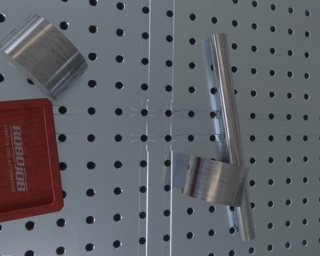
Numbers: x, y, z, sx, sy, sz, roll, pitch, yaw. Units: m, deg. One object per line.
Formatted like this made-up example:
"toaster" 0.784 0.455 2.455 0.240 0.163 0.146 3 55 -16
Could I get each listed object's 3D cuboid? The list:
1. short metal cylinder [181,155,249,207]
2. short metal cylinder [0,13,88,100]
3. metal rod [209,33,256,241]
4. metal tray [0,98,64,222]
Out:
"short metal cylinder" 0.073 0.069 0.410 0.081 0.080 0.050 14 86 -20
"short metal cylinder" -0.126 -0.075 0.337 0.080 0.080 0.050 43 77 -15
"metal rod" 0.105 0.015 0.451 0.025 0.025 0.298 -10 94 -20
"metal tray" -0.163 0.035 0.349 0.091 0.030 0.129 -7 92 -20
